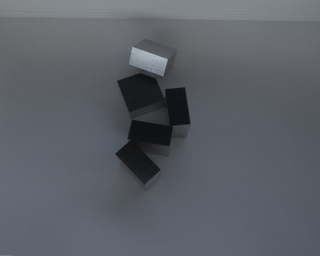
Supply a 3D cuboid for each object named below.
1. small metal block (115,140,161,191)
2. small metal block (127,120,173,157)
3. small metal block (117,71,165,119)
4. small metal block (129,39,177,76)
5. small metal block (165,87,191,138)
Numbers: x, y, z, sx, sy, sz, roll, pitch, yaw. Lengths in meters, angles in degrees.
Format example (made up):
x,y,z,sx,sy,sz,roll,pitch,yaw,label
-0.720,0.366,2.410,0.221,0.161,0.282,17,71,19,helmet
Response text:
x,y,z,sx,sy,sz,roll,pitch,yaw,label
-0.026,0.047,0.379,0.025,0.050,0.050,-42,76,-14,small metal block
-0.011,0.014,0.391,0.050,0.050,0.025,10,71,3,small metal block
-0.026,-0.046,0.426,0.050,0.025,0.050,-20,71,-7,small metal block
-0.009,-0.099,0.432,0.050,0.025,0.050,21,32,7,small metal block
0.022,-0.018,0.403,0.025,0.050,0.050,-6,70,-2,small metal block
